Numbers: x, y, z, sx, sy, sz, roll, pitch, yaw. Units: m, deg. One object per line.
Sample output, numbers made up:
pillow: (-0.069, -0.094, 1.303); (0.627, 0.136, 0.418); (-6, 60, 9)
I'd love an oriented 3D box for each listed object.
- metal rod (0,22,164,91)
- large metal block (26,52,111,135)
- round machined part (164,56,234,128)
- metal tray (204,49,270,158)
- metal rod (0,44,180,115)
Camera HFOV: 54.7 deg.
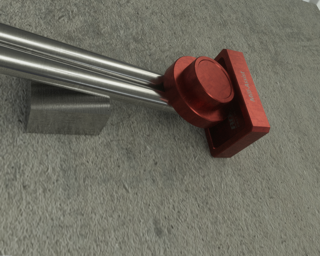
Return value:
metal rod: (-0.040, -0.065, 0.366); (0.302, 0.025, 0.025); (10, 57, -38)
large metal block: (-0.106, -0.040, 0.352); (0.081, 0.050, 0.080); (3, 60, -27)
round machined part: (0.056, -0.052, 0.396); (0.099, 0.042, 0.098); (21, 52, -29)
metal tray: (0.094, -0.033, 0.436); (0.030, 0.090, 0.130); (4, 60, -27)
metal rod: (-0.036, -0.041, 0.354); (0.302, 0.025, 0.025); (11, 56, -38)
